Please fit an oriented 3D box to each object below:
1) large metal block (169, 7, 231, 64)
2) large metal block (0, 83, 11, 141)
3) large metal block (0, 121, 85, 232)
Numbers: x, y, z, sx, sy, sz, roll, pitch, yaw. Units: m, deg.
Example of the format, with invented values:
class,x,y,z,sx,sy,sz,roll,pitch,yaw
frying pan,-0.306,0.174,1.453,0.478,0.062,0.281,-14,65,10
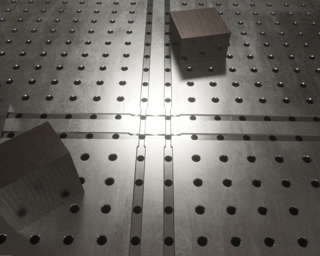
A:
class,x,y,z,sx,sy,sz,roll,pitch,yaw
large metal block,0.064,-0.158,0.525,0.081,0.050,0.080,-9,51,-8
large metal block,-0.254,-0.018,0.404,0.081,0.050,0.080,-5,50,-5
large metal block,-0.135,0.052,0.327,0.081,0.080,0.050,-30,56,-23
